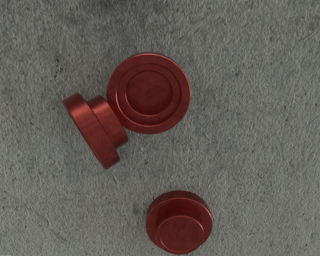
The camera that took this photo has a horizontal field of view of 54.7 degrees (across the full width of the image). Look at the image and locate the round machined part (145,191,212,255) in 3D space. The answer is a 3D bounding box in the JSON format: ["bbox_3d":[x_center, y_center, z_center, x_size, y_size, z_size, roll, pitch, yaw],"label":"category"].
[{"bbox_3d":[0.028,0.145,0.454,0.099,0.042,0.097,0,110,0],"label":"round machined part"}]

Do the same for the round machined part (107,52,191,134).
[{"bbox_3d":[-0.013,-0.045,0.383,0.099,0.042,0.097,0,110,-1],"label":"round machined part"}]

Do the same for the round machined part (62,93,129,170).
[{"bbox_3d":[-0.074,-0.001,0.375,0.042,0.098,0.098,-32,109,-14],"label":"round machined part"}]
